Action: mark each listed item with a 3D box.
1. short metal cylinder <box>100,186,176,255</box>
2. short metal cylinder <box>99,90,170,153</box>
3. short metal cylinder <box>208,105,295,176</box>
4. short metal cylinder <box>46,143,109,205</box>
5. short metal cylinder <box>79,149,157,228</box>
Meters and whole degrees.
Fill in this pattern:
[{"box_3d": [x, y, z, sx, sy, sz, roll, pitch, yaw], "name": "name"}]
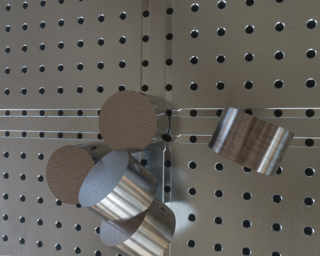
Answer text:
[{"box_3d": [-0.028, 0.120, 0.385, 0.080, 0.080, 0.050, -36, 119, 16], "name": "short metal cylinder"}, {"box_3d": [-0.033, -0.008, 0.410, 0.080, 0.050, 0.079, 0, 90, 19], "name": "short metal cylinder"}, {"box_3d": [0.101, 0.013, 0.348, 0.080, 0.080, 0.050, 25, 98, 18], "name": "short metal cylinder"}, {"box_3d": [-0.111, 0.062, 0.437, 0.080, 0.050, 0.079, 0, 90, 19], "name": "short metal cylinder"}, {"box_3d": [-0.051, 0.072, 0.373, 0.080, 0.080, 0.050, -36, 119, 16], "name": "short metal cylinder"}]
